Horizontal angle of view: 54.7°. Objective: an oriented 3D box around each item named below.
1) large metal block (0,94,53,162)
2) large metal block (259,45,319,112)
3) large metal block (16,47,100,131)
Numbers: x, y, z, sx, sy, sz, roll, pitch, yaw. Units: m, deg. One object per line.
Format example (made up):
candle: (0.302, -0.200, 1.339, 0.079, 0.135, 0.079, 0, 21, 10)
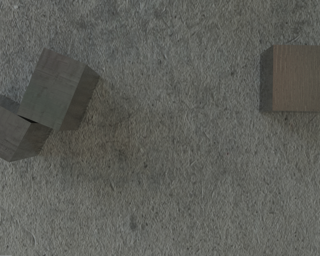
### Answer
large metal block: (-0.189, -0.003, 0.381, 0.080, 0.080, 0.050, 29, 90, 0)
large metal block: (0.177, -0.060, 0.399, 0.081, 0.050, 0.080, 1, 90, 0)
large metal block: (-0.120, -0.043, 0.381, 0.050, 0.080, 0.080, 22, 90, 0)
